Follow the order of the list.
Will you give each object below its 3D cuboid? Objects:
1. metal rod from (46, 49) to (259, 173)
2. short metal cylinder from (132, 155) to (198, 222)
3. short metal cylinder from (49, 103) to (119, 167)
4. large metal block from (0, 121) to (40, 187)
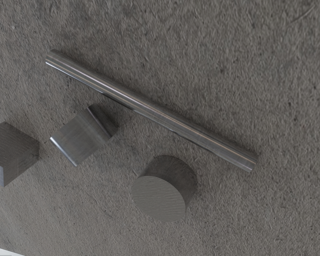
[{"bbox_3d":[-0.017,-0.027,0.399,0.301,0.025,0.025,28,128,10],"label":"metal rod"},{"bbox_3d":[0.007,0.086,0.440,0.080,0.050,0.079,13,124,21],"label":"short metal cylinder"},{"bbox_3d":[-0.105,0.010,0.433,0.080,0.080,0.050,-34,100,38],"label":"short metal cylinder"},{"bbox_3d":[-0.273,0.044,0.542,0.080,0.080,0.050,28,128,10],"label":"large metal block"}]
